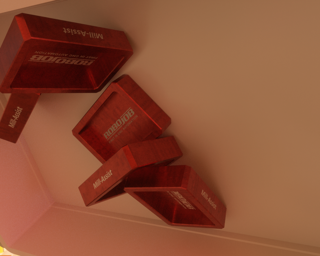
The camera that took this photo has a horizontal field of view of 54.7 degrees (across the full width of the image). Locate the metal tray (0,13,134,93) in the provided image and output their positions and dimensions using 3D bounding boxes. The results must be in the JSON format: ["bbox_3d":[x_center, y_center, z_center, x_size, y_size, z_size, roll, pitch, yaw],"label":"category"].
[{"bbox_3d":[-0.106,-0.076,0.350,0.090,0.131,0.030,-39,69,39],"label":"metal tray"}]

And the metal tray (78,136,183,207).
[{"bbox_3d":[-0.042,0.060,0.422,0.129,0.091,0.030,-41,69,39],"label":"metal tray"}]

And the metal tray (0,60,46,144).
[{"bbox_3d":[-0.185,-0.048,0.428,0.030,0.090,0.129,25,136,-23],"label":"metal tray"}]

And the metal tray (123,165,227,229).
[{"bbox_3d":[0.024,0.096,0.417,0.090,0.030,0.130,-8,141,31],"label":"metal tray"}]

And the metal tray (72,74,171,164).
[{"bbox_3d":[-0.058,-0.001,0.435,0.090,0.030,0.129,46,129,-4],"label":"metal tray"}]
